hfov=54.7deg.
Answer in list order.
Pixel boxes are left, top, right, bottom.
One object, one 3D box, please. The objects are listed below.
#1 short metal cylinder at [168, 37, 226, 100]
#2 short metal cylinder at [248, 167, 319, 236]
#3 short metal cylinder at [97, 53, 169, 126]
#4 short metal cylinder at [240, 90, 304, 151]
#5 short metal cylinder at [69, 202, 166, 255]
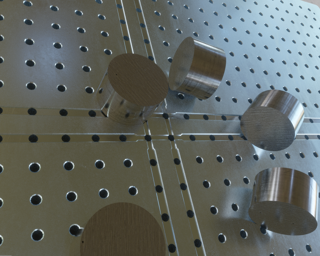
[{"bbox_3d":[0.052,-0.086,0.454,0.050,0.080,0.080,15,56,-20],"label":"short metal cylinder"},{"bbox_3d":[0.160,0.095,0.400,0.080,0.080,0.050,32,52,-8],"label":"short metal cylinder"},{"bbox_3d":[-0.036,-0.050,0.403,0.081,0.050,0.080,13,56,-21],"label":"short metal cylinder"},{"bbox_3d":[0.170,-0.011,0.471,0.080,0.080,0.050,44,51,2],"label":"short metal cylinder"},{"bbox_3d":[-0.042,0.118,0.298,0.081,0.050,0.080,14,56,-21],"label":"short metal cylinder"}]
